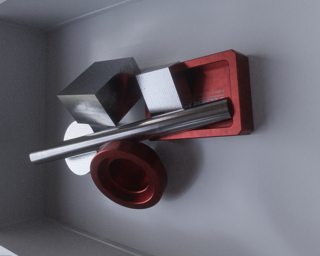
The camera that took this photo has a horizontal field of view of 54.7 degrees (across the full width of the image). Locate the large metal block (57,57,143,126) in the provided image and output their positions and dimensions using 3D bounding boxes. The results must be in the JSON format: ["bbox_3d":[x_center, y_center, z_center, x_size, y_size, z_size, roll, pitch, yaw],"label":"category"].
[{"bbox_3d":[-0.075,-0.049,0.419,0.080,0.080,0.050,4,135,40],"label":"large metal block"}]

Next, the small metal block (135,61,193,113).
[{"bbox_3d":[0.005,-0.048,0.371,0.050,0.025,0.050,-6,112,40],"label":"small metal block"}]

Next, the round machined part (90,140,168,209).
[{"bbox_3d":[-0.036,0.055,0.401,0.098,0.042,0.097,11,126,16],"label":"round machined part"}]

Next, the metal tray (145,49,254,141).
[{"bbox_3d":[0.040,-0.032,0.366,0.130,0.030,0.089,-6,86,39],"label":"metal tray"}]

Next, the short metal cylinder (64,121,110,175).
[{"bbox_3d":[-0.101,0.028,0.468,0.080,0.050,0.079,0,90,39],"label":"short metal cylinder"}]

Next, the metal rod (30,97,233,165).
[{"bbox_3d":[-0.055,0.011,0.394,0.300,0.025,0.025,-14,81,27],"label":"metal rod"}]
